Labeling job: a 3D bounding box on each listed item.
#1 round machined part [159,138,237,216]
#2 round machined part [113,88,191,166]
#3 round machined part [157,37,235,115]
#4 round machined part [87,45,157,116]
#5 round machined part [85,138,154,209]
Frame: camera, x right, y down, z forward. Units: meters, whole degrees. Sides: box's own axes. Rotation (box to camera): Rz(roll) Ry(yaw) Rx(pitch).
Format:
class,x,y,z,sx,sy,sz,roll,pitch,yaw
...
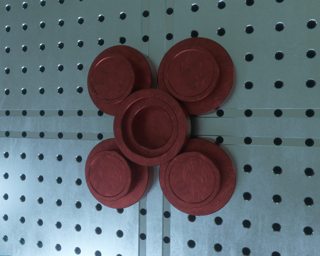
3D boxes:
class,x,y,z,sx,sy,sz,roll,pitch,yaw
round machined part,0.044,0.062,0.387,0.098,0.042,0.097,0,90,19
round machined part,-0.007,-0.001,0.403,0.098,0.042,0.097,0,90,19
round machined part,0.043,-0.065,0.387,0.098,0.042,0.097,0,90,19
round machined part,-0.058,-0.064,0.422,0.098,0.042,0.097,0,90,19
round machined part,-0.061,0.063,0.424,0.098,0.042,0.097,0,90,19
